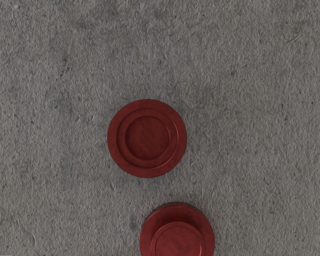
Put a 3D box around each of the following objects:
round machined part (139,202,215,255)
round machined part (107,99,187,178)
[{"bbox_3d":[0.023,0.149,0.402,0.099,0.042,0.097,0,90,0],"label":"round machined part"},{"bbox_3d":[-0.016,0.013,0.401,0.099,0.042,0.097,0,90,0],"label":"round machined part"}]
